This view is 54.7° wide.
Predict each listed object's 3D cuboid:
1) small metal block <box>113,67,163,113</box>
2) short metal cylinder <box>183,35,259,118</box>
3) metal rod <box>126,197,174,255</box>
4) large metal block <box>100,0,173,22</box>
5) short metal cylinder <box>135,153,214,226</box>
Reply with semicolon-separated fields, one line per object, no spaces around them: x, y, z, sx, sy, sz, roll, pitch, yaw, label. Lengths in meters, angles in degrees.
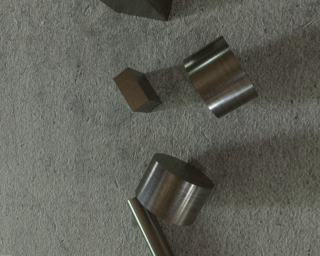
-0.028;-0.048;0.405;0.025;0.050;0.050;-35;79;17;small metal block
0.070;-0.058;0.355;0.050;0.080;0.080;-31;80;17;short metal cylinder
0.033;0.225;0.396;0.025;0.025;0.299;-30;80;17;metal rod
-0.033;-0.178;0.391;0.080;0.080;0.050;17;96;19;large metal block
0.017;0.072;0.374;0.080;0.080;0.050;30;100;17;short metal cylinder
